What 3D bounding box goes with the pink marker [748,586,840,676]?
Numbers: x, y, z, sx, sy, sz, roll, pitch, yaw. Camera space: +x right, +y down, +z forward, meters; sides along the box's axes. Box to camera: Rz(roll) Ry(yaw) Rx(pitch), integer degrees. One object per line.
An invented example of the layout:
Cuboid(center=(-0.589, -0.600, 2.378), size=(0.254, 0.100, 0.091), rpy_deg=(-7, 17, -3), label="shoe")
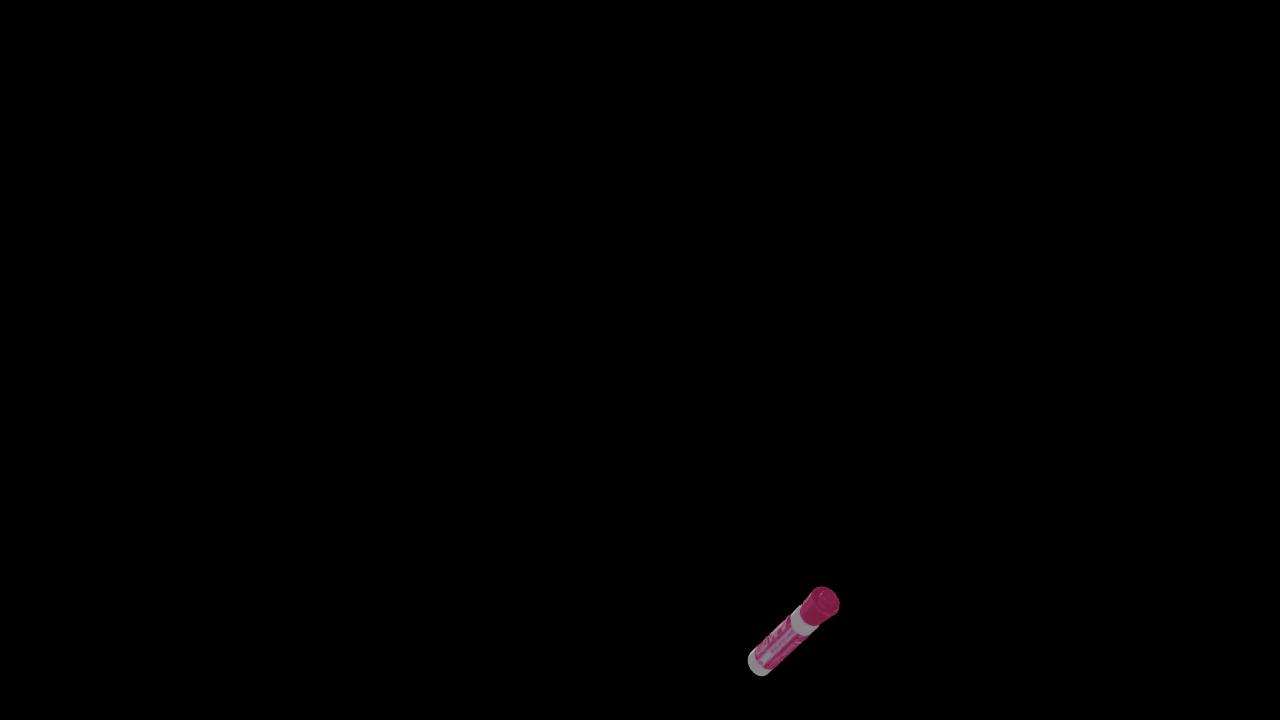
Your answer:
Cuboid(center=(0.104, 0.188, 0.423), size=(0.020, 0.020, 0.121), rpy_deg=(0, -43, -18), label="pink marker")
